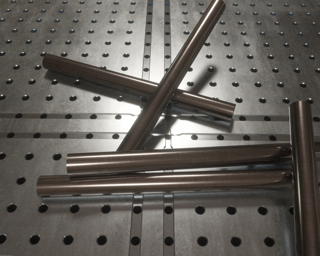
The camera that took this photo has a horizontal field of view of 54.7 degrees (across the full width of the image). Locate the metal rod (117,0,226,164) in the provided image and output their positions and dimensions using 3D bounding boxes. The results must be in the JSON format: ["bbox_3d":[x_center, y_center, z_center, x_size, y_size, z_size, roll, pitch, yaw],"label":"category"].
[{"bbox_3d":[0.023,-0.077,0.433,0.025,0.025,0.300,23,65,17],"label":"metal rod"}]

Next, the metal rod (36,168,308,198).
[{"bbox_3d":[0.016,0.063,0.355,0.302,0.025,0.025,-1,50,-2],"label":"metal rod"}]

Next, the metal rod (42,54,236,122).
[{"bbox_3d":[-0.039,-0.064,0.460,0.301,0.025,0.025,17,52,13],"label":"metal rod"}]

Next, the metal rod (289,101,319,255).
[{"bbox_3d":[0.145,0.098,0.303,0.025,0.025,0.300,9,57,7],"label":"metal rod"}]

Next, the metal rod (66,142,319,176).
[{"bbox_3d":[0.048,0.035,0.363,0.302,0.025,0.025,-2,50,-9],"label":"metal rod"}]
